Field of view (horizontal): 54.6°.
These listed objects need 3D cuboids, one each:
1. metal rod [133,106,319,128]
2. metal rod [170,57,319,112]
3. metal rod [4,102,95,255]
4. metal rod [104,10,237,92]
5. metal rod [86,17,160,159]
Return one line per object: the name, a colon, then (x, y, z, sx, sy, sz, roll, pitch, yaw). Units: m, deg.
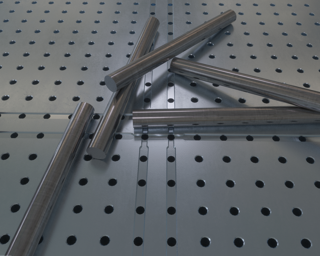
metal rod: (0.115, -0.016, 0.421, 0.302, 0.025, 0.025, -1, 50, -1)
metal rod: (0.150, -0.054, 0.429, 0.300, 0.025, 0.025, 20, 53, 25)
metal rod: (-0.129, 0.086, 0.334, 0.025, 0.025, 0.300, 8, 50, 6)
metal rod: (0.033, -0.136, 0.503, 0.025, 0.025, 0.302, 35, 52, 25)
metal rod: (-0.046, -0.081, 0.475, 0.025, 0.025, 0.300, 10, 51, 8)
